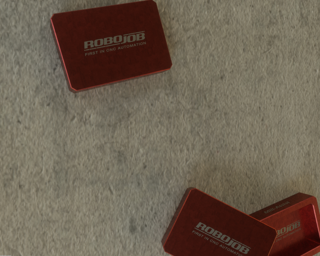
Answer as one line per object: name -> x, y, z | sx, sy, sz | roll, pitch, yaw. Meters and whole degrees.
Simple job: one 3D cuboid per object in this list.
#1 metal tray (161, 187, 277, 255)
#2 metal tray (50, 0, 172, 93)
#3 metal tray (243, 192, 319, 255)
metal tray -> 0.079, 0.148, 0.418 | 0.130, 0.030, 0.090 | 27, 80, -1
metal tray -> -0.058, -0.102, 0.385 | 0.131, 0.030, 0.089 | -17, 96, -20
metal tray -> 0.190, 0.165, 0.478 | 0.131, 0.030, 0.089 | -16, 96, -20
